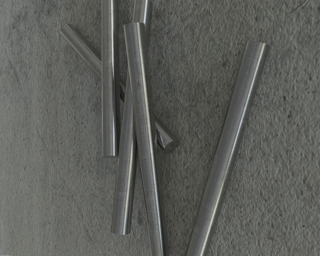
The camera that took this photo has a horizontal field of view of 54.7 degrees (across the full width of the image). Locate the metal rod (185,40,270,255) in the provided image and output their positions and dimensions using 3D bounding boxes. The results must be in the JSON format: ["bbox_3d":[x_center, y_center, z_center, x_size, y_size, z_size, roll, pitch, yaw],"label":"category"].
[{"bbox_3d":[0.067,0.054,0.349,0.025,0.025,0.298,23,104,38],"label":"metal rod"}]

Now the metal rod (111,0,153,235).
[{"bbox_3d":[-0.036,-0.017,0.401,0.025,0.025,0.298,3,85,40],"label":"metal rod"}]

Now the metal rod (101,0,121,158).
[{"bbox_3d":[-0.070,-0.108,0.438,0.025,0.025,0.299,-12,75,39],"label":"metal rod"}]

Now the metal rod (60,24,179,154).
[{"bbox_3d":[-0.074,-0.073,0.466,0.300,0.025,0.025,48,118,29],"label":"metal rod"}]

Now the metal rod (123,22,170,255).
[{"bbox_3d":[-0.015,0.025,0.386,0.025,0.025,0.298,0,100,40],"label":"metal rod"}]
